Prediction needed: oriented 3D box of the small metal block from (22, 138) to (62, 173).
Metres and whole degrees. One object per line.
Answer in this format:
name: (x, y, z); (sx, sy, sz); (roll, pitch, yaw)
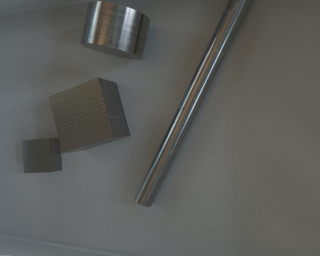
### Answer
small metal block: (-0.180, 0.042, 0.472); (0.050, 0.025, 0.050); (-5, 88, 19)

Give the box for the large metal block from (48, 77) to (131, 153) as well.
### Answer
large metal block: (-0.097, -0.016, 0.430); (0.080, 0.050, 0.080); (-17, 84, 19)

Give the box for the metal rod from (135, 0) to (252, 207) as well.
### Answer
metal rod: (0.040, -0.034, 0.395); (0.025, 0.025, 0.298); (28, 99, 17)

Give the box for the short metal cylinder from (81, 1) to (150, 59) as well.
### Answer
short metal cylinder: (-0.057, -0.123, 0.400); (0.080, 0.080, 0.050); (14, 95, 19)
